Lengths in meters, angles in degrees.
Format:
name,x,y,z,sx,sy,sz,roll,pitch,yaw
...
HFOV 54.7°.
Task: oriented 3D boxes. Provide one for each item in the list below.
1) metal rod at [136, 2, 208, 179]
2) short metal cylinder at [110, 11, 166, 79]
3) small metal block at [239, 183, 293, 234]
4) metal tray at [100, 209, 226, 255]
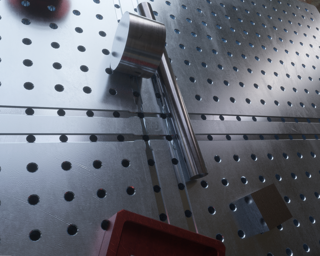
name,x,y,z,sx,sy,sz,roll,pitch,yaw
metal rod,0.012,-0.069,0.458,0.025,0.025,0.299,-2,63,-30
short metal cylinder,-0.032,-0.113,0.426,0.050,0.080,0.080,11,57,-23
small metal block,0.144,0.109,0.421,0.050,0.025,0.050,-13,68,-34
metal tray,0.003,0.147,0.317,0.131,0.030,0.090,23,53,-15
